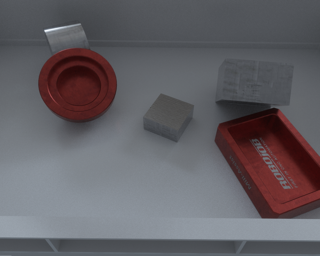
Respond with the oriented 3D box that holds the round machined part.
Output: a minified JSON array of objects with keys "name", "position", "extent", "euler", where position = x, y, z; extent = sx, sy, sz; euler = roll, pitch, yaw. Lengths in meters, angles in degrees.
[{"name":"round machined part","position":[-0.109,-0.055,0.420],"extent":[0.099,0.042,0.097],"euler":[2,79,-11]}]

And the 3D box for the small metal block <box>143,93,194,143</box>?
[{"name":"small metal block","position":[0.012,-0.014,0.417],"extent":[0.050,0.025,0.050],"euler":[22,53,17]}]

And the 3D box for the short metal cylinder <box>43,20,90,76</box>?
[{"name":"short metal cylinder","position":[-0.136,-0.116,0.465],"extent":[0.050,0.080,0.080],"euler":[-20,53,-16]}]

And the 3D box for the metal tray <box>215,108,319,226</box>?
[{"name":"metal tray","position":[0.135,0.039,0.370],"extent":[0.091,0.030,0.130],"euler":[-16,52,-13]}]

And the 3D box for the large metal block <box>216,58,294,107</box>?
[{"name":"large metal block","position":[0.120,-0.057,0.411],"extent":[0.080,0.080,0.050],"euler":[6,93,4]}]
